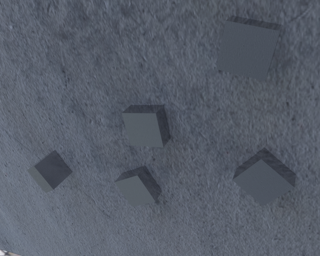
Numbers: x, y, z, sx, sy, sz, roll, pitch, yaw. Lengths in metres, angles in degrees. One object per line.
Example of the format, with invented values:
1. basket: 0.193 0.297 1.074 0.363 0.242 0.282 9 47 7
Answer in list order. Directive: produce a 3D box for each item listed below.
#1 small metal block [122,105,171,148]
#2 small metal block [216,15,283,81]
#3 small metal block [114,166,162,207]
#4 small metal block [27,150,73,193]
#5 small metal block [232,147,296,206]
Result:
1. small metal block: -0.018 -0.003 0.413 0.050 0.025 0.050 2 119 27
2. small metal block: 0.089 -0.080 0.310 0.050 0.025 0.050 18 125 17
3. small metal block: -0.033 0.091 0.479 0.050 0.025 0.050 -22 107 36
4. small metal block: -0.189 0.074 0.534 0.025 0.050 0.050 -26 105 37
5. small metal block: 0.126 0.060 0.377 0.050 0.025 0.050 41 129 0
